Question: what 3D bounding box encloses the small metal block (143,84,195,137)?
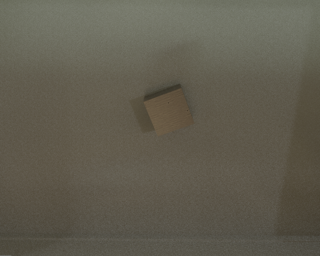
[{"bbox_3d":[0.012,-0.023,0.403,0.050,0.025,0.050,-20,109,7],"label":"small metal block"}]
